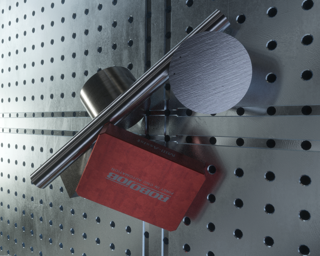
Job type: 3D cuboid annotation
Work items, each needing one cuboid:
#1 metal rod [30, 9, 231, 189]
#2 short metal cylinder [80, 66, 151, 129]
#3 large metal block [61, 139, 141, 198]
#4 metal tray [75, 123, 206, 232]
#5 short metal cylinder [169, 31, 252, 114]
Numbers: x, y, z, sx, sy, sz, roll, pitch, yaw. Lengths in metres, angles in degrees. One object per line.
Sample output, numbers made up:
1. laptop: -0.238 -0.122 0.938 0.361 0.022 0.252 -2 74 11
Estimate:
1. metal rod: -0.042 -0.028 0.372 0.300 0.025 0.025 -40 64 9
2. short metal cylinder: -0.060 -0.037 0.420 0.080 0.081 0.050 -51 61 28
3. large metal block: -0.085 0.051 0.440 0.080 0.081 0.050 -47 62 29
4. metal tray: -0.023 0.061 0.371 0.131 0.030 0.089 24 110 -7
5. short metal cylinder: 0.050 -0.058 0.325 0.080 0.050 0.079 0 102 2
